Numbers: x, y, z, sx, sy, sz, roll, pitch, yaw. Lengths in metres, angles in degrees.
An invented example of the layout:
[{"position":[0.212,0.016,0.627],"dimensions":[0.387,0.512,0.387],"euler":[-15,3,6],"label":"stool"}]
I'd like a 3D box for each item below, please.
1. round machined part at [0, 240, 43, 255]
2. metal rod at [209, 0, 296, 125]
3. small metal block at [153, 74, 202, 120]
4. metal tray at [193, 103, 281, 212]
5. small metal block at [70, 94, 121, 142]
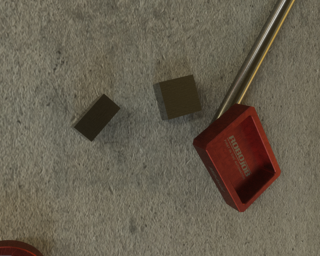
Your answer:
[{"position":[-0.172,0.170,0.337],"dimensions":[0.099,0.042,0.097],"euler":[0,90,-21],"label":"round machined part"},{"position":[0.143,-0.105,0.463],"dimensions":[0.025,0.025,0.300],"euler":[34,79,-17],"label":"metal rod"},{"position":[0.023,-0.041,0.419],"dimensions":[0.050,0.025,0.050],"euler":[-16,96,-20],"label":"small metal block"},{"position":[0.111,0.042,0.431],"dimensions":[0.090,0.030,0.130],"euler":[-39,118,-16],"label":"metal tray"},{"position":[-0.078,-0.012,0.368],"dimensions":[0.025,0.050,0.050],"euler":[43,77,-16],"label":"small metal block"}]
